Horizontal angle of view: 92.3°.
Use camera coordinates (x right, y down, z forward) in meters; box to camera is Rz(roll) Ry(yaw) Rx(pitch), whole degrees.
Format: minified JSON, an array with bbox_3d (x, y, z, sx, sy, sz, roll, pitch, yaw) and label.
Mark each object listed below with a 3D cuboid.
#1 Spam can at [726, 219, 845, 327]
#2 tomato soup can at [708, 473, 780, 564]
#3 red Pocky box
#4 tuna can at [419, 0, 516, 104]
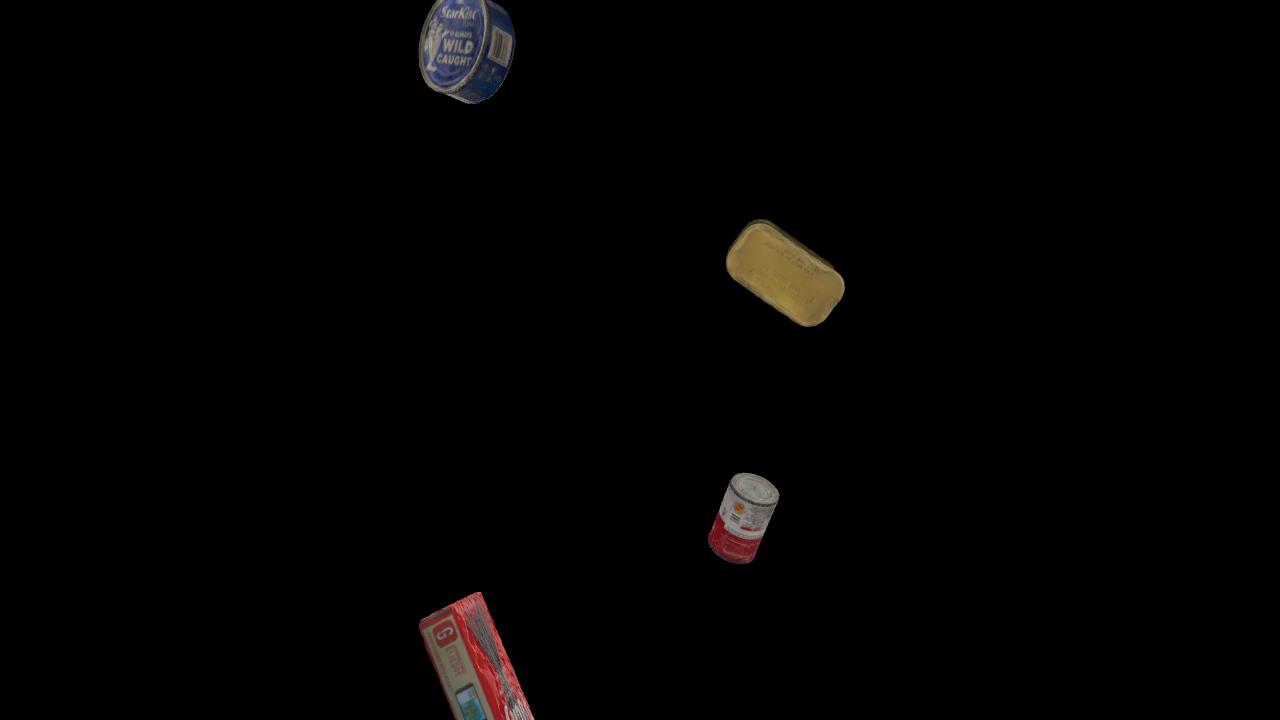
[{"bbox_3d":[0.124,-0.077,0.537,0.101,0.058,0.085,35,17,2],"label":"Spam can"},{"bbox_3d":[0.136,0.208,0.813,0.068,0.101,0.068,13,25,-6],"label":"tomato soup can"},{"bbox_3d":[-0.099,0.240,0.422,0.028,0.155,0.083,-26,-11,-8],"label":"red Pocky box"},{"bbox_3d":[-0.142,-0.258,0.506,0.084,0.084,0.034,0,0,35],"label":"tuna can"}]
